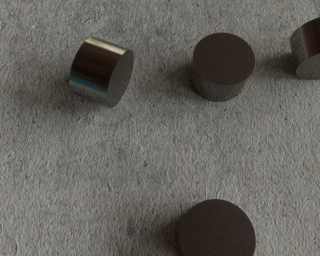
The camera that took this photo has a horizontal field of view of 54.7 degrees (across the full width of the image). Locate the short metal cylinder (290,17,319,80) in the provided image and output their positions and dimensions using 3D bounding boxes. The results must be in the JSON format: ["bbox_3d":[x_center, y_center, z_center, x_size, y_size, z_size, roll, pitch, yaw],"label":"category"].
[{"bbox_3d":[0.223,-0.106,0.419,0.081,0.080,0.050,-2,70,-1],"label":"short metal cylinder"}]

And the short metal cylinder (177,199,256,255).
[{"bbox_3d":[0.061,0.124,0.350,0.081,0.050,0.080,0,70,0],"label":"short metal cylinder"}]

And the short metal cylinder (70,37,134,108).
[{"bbox_3d":[-0.074,-0.072,0.405,0.050,0.080,0.080,21,72,7],"label":"short metal cylinder"}]

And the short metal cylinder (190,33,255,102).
[{"bbox_3d":[0.083,-0.082,0.425,0.081,0.050,0.080,0,70,0],"label":"short metal cylinder"}]
